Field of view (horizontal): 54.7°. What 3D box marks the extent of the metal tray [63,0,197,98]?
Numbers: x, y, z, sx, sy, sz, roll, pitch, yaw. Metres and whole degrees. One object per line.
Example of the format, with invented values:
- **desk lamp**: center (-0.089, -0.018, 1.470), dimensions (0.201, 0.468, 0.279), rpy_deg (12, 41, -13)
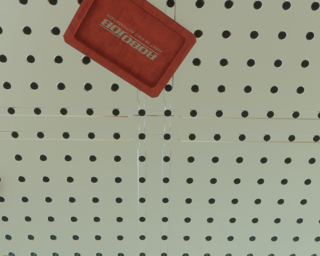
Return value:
- **metal tray**: center (-0.034, -0.108, 0.370), dimensions (0.130, 0.030, 0.090), rpy_deg (32, 107, -12)
